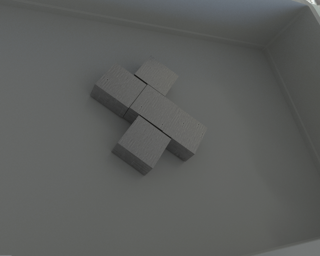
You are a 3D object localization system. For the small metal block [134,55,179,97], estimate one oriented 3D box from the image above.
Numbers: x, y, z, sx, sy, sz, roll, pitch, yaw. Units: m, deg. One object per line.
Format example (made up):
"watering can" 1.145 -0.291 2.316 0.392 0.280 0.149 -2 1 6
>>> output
"small metal block" -0.009 -0.067 0.439 0.050 0.025 0.050 36 50 -4

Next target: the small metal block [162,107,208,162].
"small metal block" 0.029 0.008 0.413 0.050 0.025 0.050 36 51 -5

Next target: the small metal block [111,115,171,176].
"small metal block" -0.022 0.021 0.379 0.050 0.025 0.050 37 52 -4

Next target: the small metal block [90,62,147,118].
"small metal block" -0.054 -0.050 0.404 0.050 0.025 0.050 36 51 -5

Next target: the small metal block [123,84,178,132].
"small metal block" -0.012 -0.022 0.409 0.050 0.025 0.050 36 51 -5
